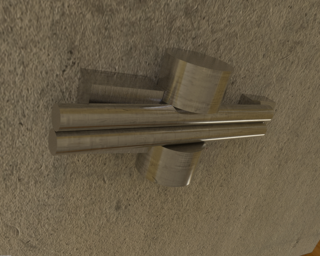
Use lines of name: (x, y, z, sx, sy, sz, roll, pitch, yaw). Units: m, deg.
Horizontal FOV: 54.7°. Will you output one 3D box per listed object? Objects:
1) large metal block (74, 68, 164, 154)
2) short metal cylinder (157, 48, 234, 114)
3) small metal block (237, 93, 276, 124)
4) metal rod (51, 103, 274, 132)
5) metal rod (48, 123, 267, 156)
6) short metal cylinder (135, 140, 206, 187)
large metal block: (-0.051, -0.018, 0.353, 0.081, 0.050, 0.079, 2, 118, -29)
short metal cylinder: (0.039, -0.056, 0.359, 0.081, 0.080, 0.050, 1, 118, -29)
small metal block: (0.141, -0.023, 0.472, 0.050, 0.025, 0.050, 3, 117, -30)
metal rod: (0.031, -0.015, 0.358, 0.302, 0.025, 0.025, -3, 120, -36)
metal rod: (0.025, 0.007, 0.368, 0.302, 0.025, 0.025, -3, 120, -36)
short metal cylinder: (0.013, 0.031, 0.399, 0.081, 0.080, 0.050, 1, 118, -29)
